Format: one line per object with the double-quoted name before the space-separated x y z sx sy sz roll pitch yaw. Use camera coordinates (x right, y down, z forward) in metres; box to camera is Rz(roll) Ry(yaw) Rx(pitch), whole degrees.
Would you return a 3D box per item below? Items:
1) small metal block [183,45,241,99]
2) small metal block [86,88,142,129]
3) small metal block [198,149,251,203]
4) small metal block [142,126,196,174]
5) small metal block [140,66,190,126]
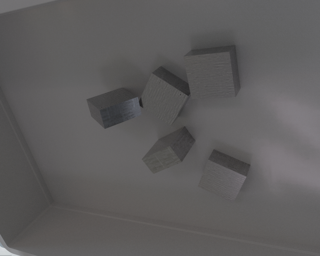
"small metal block" 0.058 -0.061 0.341 0.050 0.025 0.050 0 119 28
"small metal block" -0.059 -0.027 0.394 0.050 0.050 0.025 33 140 53
"small metal block" 0.083 0.063 0.404 0.050 0.025 0.050 24 127 13
"small metal block" 0.012 0.029 0.404 0.050 0.050 0.025 -28 103 37
"small metal block" 0.007 -0.039 0.381 0.050 0.025 0.050 33 129 6
